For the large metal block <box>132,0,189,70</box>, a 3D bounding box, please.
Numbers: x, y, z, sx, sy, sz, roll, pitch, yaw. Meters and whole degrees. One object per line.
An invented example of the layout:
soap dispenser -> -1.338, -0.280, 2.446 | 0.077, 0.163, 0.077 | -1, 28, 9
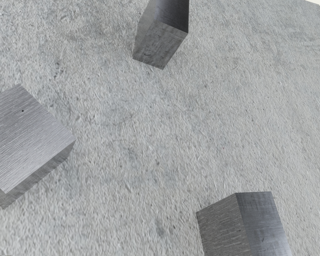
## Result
large metal block -> 0.001, -0.148, 0.459 | 0.050, 0.080, 0.080 | 17, 55, -19

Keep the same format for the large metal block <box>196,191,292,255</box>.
large metal block -> 0.089, 0.122, 0.342 | 0.050, 0.080, 0.080 | 4, 60, -26

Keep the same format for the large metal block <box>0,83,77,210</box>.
large metal block -> -0.144, 0.016, 0.300 | 0.080, 0.050, 0.080 | 44, 51, 2
